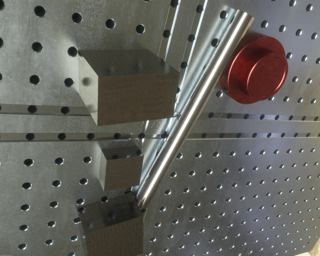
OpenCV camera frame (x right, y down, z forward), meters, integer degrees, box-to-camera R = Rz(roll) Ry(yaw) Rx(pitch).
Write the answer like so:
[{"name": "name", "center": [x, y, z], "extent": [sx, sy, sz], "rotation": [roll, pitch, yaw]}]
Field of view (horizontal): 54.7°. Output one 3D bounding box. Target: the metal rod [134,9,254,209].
[{"name": "metal rod", "center": [0.038, -0.014, 0.423], "extent": [0.025, 0.025, 0.298], "rotation": [16, 110, -35]}]

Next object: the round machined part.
[{"name": "round machined part", "center": [0.135, -0.076, 0.427], "extent": [0.099, 0.042, 0.097], "rotation": [-14, 124, -21]}]

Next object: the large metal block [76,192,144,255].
[{"name": "large metal block", "center": [-0.071, 0.150, 0.449], "extent": [0.081, 0.050, 0.079], "rotation": [-12, 124, -22]}]

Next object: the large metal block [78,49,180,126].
[{"name": "large metal block", "center": [-0.037, -0.047, 0.327], "extent": [0.081, 0.080, 0.050], "rotation": [-7, 122, -25]}]

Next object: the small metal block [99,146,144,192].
[{"name": "small metal block", "center": [-0.053, 0.054, 0.416], "extent": [0.050, 0.025, 0.050], "rotation": [-5, 121, -26]}]
